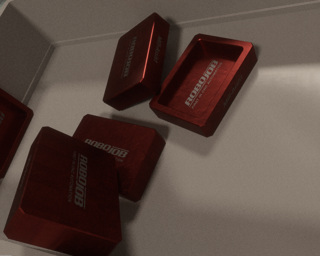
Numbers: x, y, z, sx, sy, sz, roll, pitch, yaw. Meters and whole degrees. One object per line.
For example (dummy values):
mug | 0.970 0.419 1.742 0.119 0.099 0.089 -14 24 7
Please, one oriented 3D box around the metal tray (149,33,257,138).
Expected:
metal tray | 0.057 -0.061 0.408 0.090 0.030 0.130 23 74 36

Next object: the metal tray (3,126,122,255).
metal tray | -0.087 0.058 0.305 0.030 0.090 0.130 -53 26 20

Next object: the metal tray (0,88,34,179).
metal tray | -0.271 0.007 0.498 0.030 0.090 0.130 1 62 28

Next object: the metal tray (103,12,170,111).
metal tray | -0.034 -0.098 0.458 0.090 0.030 0.130 -21 50 42

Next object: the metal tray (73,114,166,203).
metal tray | -0.068 0.035 0.415 0.130 0.030 0.090 12 68 33
